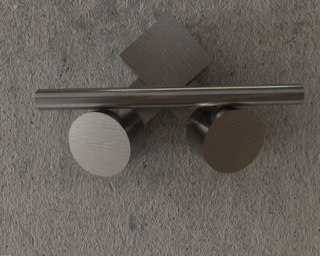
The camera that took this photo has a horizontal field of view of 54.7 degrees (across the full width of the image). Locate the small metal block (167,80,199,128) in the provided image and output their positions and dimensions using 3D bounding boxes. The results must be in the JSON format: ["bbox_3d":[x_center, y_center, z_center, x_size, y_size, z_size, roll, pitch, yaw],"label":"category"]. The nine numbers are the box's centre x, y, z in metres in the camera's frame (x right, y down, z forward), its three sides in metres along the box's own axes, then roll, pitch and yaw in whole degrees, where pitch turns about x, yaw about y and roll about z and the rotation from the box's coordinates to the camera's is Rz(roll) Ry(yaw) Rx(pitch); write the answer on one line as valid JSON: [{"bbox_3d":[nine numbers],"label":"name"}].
[{"bbox_3d":[0.043,-0.027,0.411,0.050,0.025,0.050,-43,90,0],"label":"small metal block"}]

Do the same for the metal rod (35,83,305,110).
[{"bbox_3d":[0.012,-0.036,0.359,0.302,0.025,0.025,-1,90,0],"label":"metal rod"}]

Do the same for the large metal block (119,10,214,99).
[{"bbox_3d":[0.008,-0.085,0.397,0.080,0.050,0.080,-42,90,0],"label":"large metal block"}]

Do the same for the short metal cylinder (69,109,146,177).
[{"bbox_3d":[-0.064,0.013,0.384,0.080,0.050,0.079,5,108,17],"label":"short metal cylinder"}]

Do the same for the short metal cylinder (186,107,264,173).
[{"bbox_3d":[0.080,0.009,0.385,0.081,0.050,0.079,-6,110,-17],"label":"short metal cylinder"}]

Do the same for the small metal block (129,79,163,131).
[{"bbox_3d":[-0.029,-0.029,0.411,0.050,0.025,0.050,-43,90,-1],"label":"small metal block"}]
